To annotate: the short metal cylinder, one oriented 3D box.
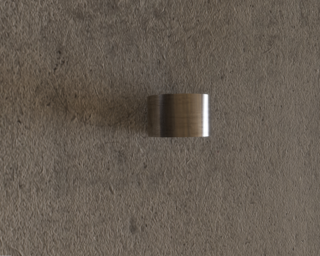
[{"bbox_3d":[0.024,-0.015,0.391,0.081,0.080,0.050,-1,91,-20],"label":"short metal cylinder"}]
